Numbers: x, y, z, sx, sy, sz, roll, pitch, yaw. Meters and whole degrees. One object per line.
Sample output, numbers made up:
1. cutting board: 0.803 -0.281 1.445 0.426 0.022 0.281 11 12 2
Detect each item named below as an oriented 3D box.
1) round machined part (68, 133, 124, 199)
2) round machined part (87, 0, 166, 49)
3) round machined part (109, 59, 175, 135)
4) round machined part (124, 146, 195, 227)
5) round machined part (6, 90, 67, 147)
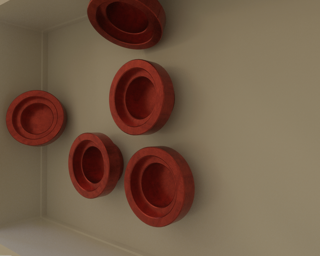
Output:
1. round machined part: -0.094 0.056 0.473 0.098 0.042 0.097 0 90 40
2. round machined part: -0.039 -0.149 0.400 0.098 0.098 0.042 -5 61 40
3. round machined part: -0.019 -0.039 0.412 0.098 0.042 0.097 0 90 40
4. round machined part: 0.004 0.071 0.393 0.098 0.042 0.097 0 90 40
5. round machined part: -0.215 -0.015 0.552 0.099 0.042 0.098 0 81 -2
